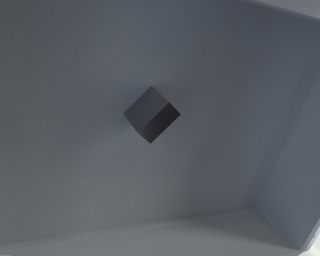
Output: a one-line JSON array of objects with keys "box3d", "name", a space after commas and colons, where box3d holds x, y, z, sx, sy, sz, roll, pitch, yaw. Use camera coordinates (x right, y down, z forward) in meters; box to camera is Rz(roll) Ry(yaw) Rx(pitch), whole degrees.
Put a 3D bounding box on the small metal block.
[{"box3d": [-0.011, -0.017, 0.377, 0.050, 0.050, 0.025, -44, 130, 2], "name": "small metal block"}]
